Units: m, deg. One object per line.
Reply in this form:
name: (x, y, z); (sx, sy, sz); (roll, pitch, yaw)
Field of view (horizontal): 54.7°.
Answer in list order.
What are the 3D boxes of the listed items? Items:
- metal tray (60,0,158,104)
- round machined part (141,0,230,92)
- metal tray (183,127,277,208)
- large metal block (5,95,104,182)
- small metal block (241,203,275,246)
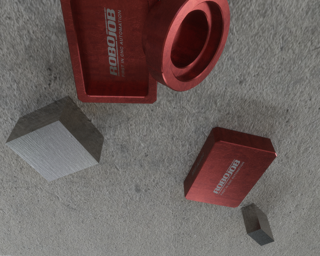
metal tray: (-0.048, -0.087, 0.328); (0.091, 0.030, 0.129); (1, 130, -1)
round machined part: (0.021, -0.088, 0.299); (0.099, 0.042, 0.097); (-34, 142, -32)
metal tray: (0.098, 0.063, 0.458); (0.091, 0.030, 0.129); (12, 129, -11)
large metal block: (-0.132, 0.016, 0.403); (0.080, 0.050, 0.080); (-21, 127, 17)
small metal block: (0.168, 0.166, 0.534); (0.025, 0.050, 0.050); (-32, 124, 24)
